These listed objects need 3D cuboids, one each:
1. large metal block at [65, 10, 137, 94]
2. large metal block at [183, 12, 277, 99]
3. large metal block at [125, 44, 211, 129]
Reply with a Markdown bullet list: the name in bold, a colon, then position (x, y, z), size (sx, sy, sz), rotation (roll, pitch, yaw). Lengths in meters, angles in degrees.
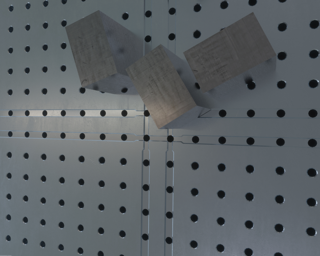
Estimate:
- **large metal block**: position (-0.069, -0.095, 0.408), size (0.050, 0.080, 0.080), rotation (-19, 84, 19)
- **large metal block**: position (0.083, -0.076, 0.354), size (0.080, 0.080, 0.050), rotation (-27, 81, 18)
- **large metal block**: position (0.013, -0.046, 0.379), size (0.050, 0.080, 0.080), rotation (-32, 80, 17)
